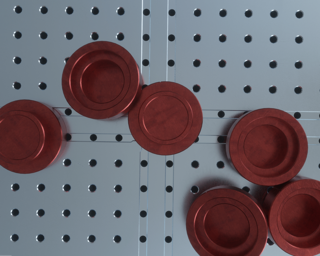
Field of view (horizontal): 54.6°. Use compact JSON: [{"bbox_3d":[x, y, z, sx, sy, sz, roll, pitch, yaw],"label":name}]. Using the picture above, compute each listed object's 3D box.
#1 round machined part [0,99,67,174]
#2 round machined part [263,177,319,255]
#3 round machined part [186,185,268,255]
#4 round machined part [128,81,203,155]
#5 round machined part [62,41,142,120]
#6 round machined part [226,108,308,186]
[{"bbox_3d":[-0.177,0.011,0.404,0.099,0.042,0.097,0,90,0],"label":"round machined part"},{"bbox_3d":[0.178,0.111,0.402,0.099,0.042,0.097,0,91,-7],"label":"round machined part"},{"bbox_3d":[0.086,0.122,0.396,0.098,0.042,0.097,0,90,19],"label":"round machined part"},{"bbox_3d":[0.007,-0.013,0.405,0.099,0.042,0.097,0,90,0],"label":"round machined part"},{"bbox_3d":[-0.071,-0.058,0.400,0.098,0.042,0.098,0,86,7],"label":"round machined part"},{"bbox_3d":[0.135,0.024,0.405,0.099,0.042,0.097,0,90,0],"label":"round machined part"}]
